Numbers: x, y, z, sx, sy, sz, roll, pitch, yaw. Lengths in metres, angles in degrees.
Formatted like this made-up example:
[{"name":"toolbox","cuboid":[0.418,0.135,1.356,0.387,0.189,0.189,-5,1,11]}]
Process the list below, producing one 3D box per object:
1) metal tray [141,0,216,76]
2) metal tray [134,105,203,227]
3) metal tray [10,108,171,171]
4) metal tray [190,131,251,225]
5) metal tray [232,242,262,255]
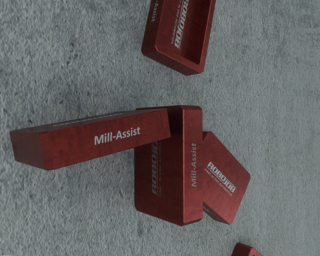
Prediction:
[{"name":"metal tray","cuboid":[0.030,-0.148,0.425,0.091,0.030,0.129,18,79,-39]},{"name":"metal tray","cuboid":[0.008,0.040,0.368,0.030,0.090,0.129,-1,91,-40]},{"name":"metal tray","cuboid":[-0.066,0.006,0.306,0.131,0.090,0.030,-14,99,-39]},{"name":"metal tray","cuboid":[0.081,0.076,0.469,0.130,0.030,0.090,44,63,-31]},{"name":"metal tray","cuboid":[0.160,0.269,0.535,0.130,0.030,0.090,45,63,-31]}]
